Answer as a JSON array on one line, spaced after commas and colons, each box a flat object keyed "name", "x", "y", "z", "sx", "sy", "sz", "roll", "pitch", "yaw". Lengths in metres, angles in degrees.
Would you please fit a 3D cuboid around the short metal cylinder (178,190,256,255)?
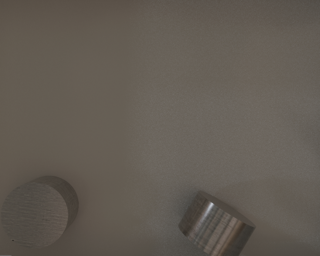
[{"name": "short metal cylinder", "x": 0.070, "y": 0.121, "z": 0.385, "sx": 0.080, "sy": 0.080, "sz": 0.050, "roll": 31, "pitch": 90, "yaw": -1}]

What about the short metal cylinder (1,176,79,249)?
[{"name": "short metal cylinder", "x": -0.151, "y": 0.105, "z": 0.397, "sx": 0.081, "sy": 0.050, "sz": 0.079, "roll": 0, "pitch": 90, "yaw": -1}]
